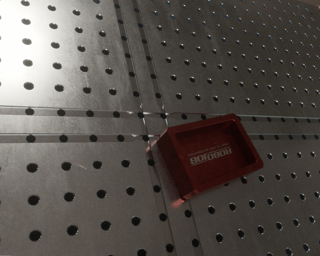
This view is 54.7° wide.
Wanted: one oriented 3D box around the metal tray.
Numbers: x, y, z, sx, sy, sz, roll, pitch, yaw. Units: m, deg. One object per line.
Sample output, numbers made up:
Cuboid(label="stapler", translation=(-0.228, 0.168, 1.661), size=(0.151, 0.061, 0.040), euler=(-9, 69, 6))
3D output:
Cuboid(label="metal tray", translation=(0.071, 0.034, 0.424), size=(0.131, 0.030, 0.090), euler=(-12, 68, -34))
